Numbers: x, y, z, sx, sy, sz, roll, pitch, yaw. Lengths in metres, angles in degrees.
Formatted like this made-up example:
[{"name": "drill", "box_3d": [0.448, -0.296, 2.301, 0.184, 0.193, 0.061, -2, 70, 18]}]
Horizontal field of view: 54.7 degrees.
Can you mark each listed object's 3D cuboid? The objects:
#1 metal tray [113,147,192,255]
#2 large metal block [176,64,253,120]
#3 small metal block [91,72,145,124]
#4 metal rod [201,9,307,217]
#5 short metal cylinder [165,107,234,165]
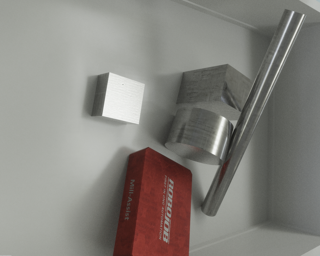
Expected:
[{"name": "metal tray", "box_3d": [-0.003, 0.099, 0.375, 0.090, 0.030, 0.130, 32, 50, -35]}, {"name": "large metal block", "box_3d": [0.084, -0.047, 0.444, 0.080, 0.080, 0.050, 22, 76, -38]}, {"name": "small metal block", "box_3d": [-0.049, -0.033, 0.367, 0.050, 0.025, 0.050, 13, 82, -40]}, {"name": "metal rod", "box_3d": [0.114, -0.001, 0.411, 0.025, 0.025, 0.298, -7, 125, -40]}, {"name": "short metal cylinder", "box_3d": [0.053, 0.012, 0.418, 0.080, 0.080, 0.050, 32, 70, -36]}]
